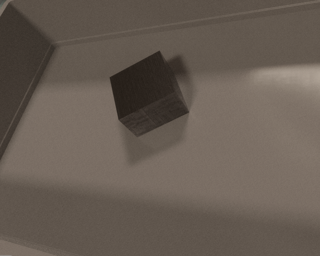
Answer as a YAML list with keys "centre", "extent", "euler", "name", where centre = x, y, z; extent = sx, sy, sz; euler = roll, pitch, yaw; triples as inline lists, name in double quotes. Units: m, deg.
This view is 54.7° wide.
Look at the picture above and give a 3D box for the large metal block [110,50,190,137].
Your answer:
- centre: [-0.016, -0.046, 0.425]
  extent: [0.080, 0.050, 0.080]
  euler: [-26, 53, 12]
  name: "large metal block"
